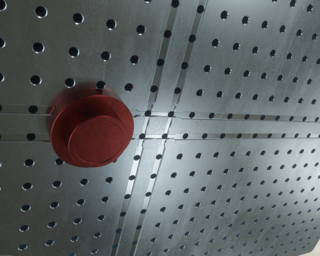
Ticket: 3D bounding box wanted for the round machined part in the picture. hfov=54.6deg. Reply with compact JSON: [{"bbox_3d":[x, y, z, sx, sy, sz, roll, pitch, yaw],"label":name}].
[{"bbox_3d":[-0.076,0.007,0.362,0.099,0.042,0.097,-14,124,-21],"label":"round machined part"}]
